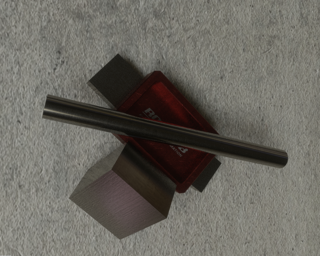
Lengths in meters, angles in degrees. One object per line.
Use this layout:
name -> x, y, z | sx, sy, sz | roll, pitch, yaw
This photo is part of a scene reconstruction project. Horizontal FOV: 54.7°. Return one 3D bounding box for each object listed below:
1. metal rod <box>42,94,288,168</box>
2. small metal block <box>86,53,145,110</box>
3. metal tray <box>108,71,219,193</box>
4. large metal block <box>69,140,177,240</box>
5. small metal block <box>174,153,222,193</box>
metal rod -> 0.023, 0.010, 0.361 | 0.302, 0.025, 0.025 | 13, 86, -20
small metal block -> -0.055, -0.056, 0.390 | 0.050, 0.025, 0.050 | 47, 75, -15
metal tray -> 0.007, 0.006, 0.384 | 0.130, 0.030, 0.090 | 46, 76, -15
large metal block -> -0.042, 0.074, 0.357 | 0.080, 0.080, 0.050 | 45, 34, -15
small metal block -> 0.048, 0.053, 0.429 | 0.050, 0.025, 0.050 | 40, 77, -16
